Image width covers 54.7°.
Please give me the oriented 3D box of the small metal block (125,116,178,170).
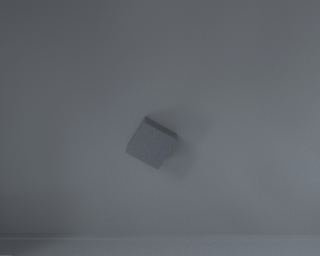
[{"bbox_3d":[-0.011,0.020,0.419,0.050,0.025,0.050,29,107,-11],"label":"small metal block"}]
